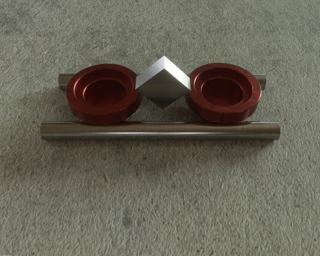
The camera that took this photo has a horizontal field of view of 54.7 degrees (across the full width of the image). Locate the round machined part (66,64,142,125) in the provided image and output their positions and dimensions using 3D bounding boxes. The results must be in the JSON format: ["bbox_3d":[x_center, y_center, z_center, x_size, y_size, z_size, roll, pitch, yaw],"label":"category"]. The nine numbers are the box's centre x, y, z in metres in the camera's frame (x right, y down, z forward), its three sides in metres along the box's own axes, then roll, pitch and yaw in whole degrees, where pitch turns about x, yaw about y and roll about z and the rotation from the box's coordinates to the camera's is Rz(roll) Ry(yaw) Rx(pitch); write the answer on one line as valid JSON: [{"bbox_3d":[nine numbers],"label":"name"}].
[{"bbox_3d":[-0.074,-0.040,0.421,0.099,0.042,0.098,0,50,0],"label":"round machined part"}]

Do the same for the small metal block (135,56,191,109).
[{"bbox_3d":[0.004,-0.058,0.403,0.050,0.050,0.025,-31,40,31],"label":"small metal block"}]

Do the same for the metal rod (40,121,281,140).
[{"bbox_3d":[0.001,0.003,0.401,0.302,0.025,0.025,0,50,0],"label":"metal rod"}]

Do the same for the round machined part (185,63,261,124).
[{"bbox_3d":[0.083,-0.042,0.423,0.099,0.042,0.098,0,50,0],"label":"round machined part"}]

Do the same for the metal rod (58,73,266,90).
[{"bbox_3d":[0.004,-0.069,0.462,0.302,0.025,0.025,0,50,0],"label":"metal rod"}]
